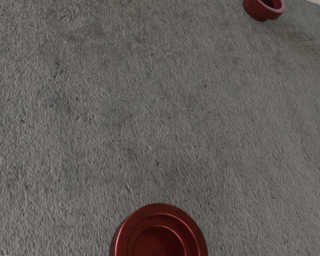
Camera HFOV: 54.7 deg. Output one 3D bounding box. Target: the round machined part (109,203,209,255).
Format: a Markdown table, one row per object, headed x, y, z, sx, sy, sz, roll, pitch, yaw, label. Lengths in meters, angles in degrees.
| x | y | z | sx | sy | sz | roll | pitch | yaw | label |
| --- | --- | --- | --- | --- | --- | --- | --- | --- | --- |
| -0.004 | 0.129 | 0.312 | 0.099 | 0.042 | 0.098 | 14 | 56 | -21 | round machined part |

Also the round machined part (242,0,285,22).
| x | y | z | sx | sy | sz | roll | pitch | yaw | label |
| --- | --- | --- | --- | --- | --- | --- | --- | --- | --- |
| 0.221 | -0.272 | 0.678 | 0.099 | 0.042 | 0.098 | 14 | 56 | -21 | round machined part |
